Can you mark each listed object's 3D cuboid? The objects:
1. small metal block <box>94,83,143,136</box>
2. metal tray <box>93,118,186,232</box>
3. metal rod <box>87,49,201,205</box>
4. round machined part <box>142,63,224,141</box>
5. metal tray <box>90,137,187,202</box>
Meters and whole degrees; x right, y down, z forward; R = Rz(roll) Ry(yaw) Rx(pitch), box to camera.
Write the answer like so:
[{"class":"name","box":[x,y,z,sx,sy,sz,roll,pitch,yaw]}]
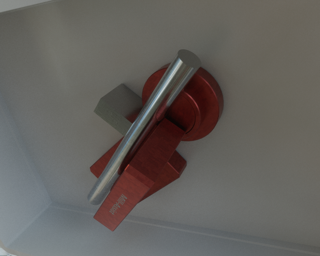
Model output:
[{"class":"small metal block","box":[-0.047,-0.024,0.399,0.050,0.050,0.025,39,129,1]},{"class":"metal tray","box":[-0.026,0.057,0.363,0.030,0.090,0.129,36,135,1]},{"class":"metal rod","box":[-0.037,0.023,0.389,0.025,0.025,0.298,38,133,2]},{"class":"round machined part","box":[0.022,-0.025,0.367,0.098,0.042,0.097,13,124,20]},{"class":"metal tray","box":[-0.036,0.057,0.456,0.090,0.030,0.129,46,129,-5]}]
